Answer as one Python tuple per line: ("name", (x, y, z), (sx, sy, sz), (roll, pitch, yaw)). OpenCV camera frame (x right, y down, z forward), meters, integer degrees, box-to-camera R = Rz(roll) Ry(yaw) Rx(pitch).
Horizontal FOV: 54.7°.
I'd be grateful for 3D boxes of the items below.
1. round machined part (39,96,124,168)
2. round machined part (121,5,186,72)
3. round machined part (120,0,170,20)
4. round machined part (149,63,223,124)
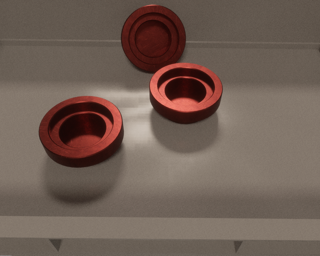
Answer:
("round machined part", (-0.094, 0.009, 0.386), (0.099, 0.042, 0.098), (0, 50, 0))
("round machined part", (-0.012, -0.140, 0.486), (0.099, 0.097, 0.042), (-8, 17, -7))
("round machined part", (-0.029, -0.242, 0.600), (0.099, 0.042, 0.098), (0, 50, 0))
("round machined part", (0.035, -0.044, 0.431), (0.099, 0.042, 0.098), (0, 50, 0))
